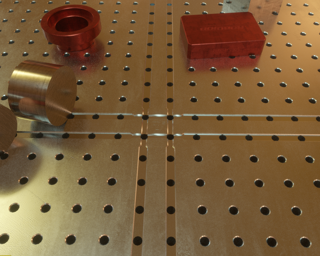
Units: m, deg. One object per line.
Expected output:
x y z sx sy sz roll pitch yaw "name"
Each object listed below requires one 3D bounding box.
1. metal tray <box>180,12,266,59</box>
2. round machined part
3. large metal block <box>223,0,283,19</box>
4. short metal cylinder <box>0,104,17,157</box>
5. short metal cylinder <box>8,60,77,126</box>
0.106 -0.164 0.542 0.131 0.030 0.090 -5 50 -4 "metal tray"
-0.151 -0.170 0.539 0.099 0.042 0.098 0 50 0 "round machined part"
0.186 -0.263 0.614 0.081 0.050 0.080 -19 53 -16 "large metal block"
-0.223 0.000 0.371 0.050 0.080 0.080 26 55 20 "short metal cylinder"
-0.152 -0.046 0.410 0.050 0.080 0.080 11 51 9 "short metal cylinder"
